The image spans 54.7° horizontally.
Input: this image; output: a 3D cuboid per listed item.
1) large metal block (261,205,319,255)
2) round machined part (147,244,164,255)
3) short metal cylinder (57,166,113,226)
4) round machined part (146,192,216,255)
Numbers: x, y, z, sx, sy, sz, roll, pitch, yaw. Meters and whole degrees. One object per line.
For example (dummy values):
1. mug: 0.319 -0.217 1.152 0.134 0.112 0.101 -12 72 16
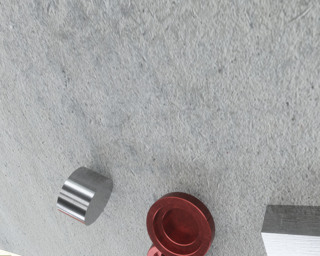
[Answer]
1. large metal block: 0.179 0.144 0.385 0.080 0.050 0.080 -7 115 31
2. round machined part: 0.032 0.212 0.509 0.098 0.042 0.097 13 124 20
3. short metal cylinder: -0.119 0.109 0.499 0.050 0.080 0.079 23 127 14
4. round machined part: 0.033 0.139 0.451 0.098 0.042 0.097 5 102 25
